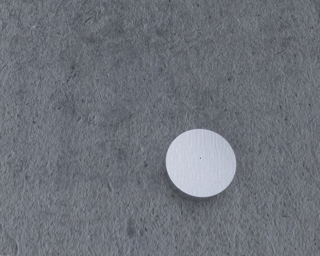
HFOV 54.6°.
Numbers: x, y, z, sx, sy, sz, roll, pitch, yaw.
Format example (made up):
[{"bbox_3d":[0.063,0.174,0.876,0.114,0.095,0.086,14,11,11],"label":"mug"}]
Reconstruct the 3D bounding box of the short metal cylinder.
[{"bbox_3d":[0.047,0.047,0.378,0.080,0.050,0.080,0,70,0],"label":"short metal cylinder"}]
